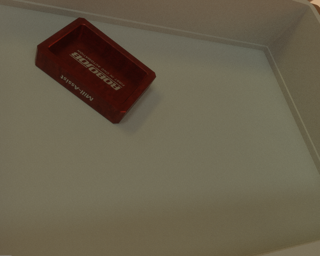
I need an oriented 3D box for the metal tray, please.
[{"bbox_3d":[-0.081,-0.077,0.405,0.130,0.030,0.090,37,51,-3],"label":"metal tray"}]
